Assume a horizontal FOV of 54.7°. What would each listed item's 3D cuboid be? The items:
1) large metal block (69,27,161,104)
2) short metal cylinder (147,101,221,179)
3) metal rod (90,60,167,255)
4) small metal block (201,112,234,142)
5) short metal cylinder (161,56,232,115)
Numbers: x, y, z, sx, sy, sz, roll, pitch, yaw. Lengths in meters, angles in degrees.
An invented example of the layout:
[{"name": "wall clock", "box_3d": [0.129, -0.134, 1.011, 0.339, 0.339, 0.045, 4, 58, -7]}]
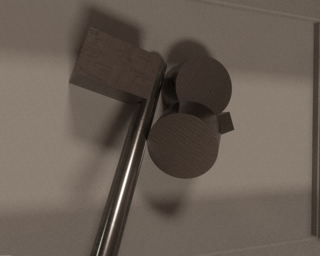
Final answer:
[{"name": "large metal block", "box_3d": [-0.056, -0.067, 0.361, 0.081, 0.080, 0.050, 19, 84, -19]}, {"name": "short metal cylinder", "box_3d": [0.030, 0.013, 0.368, 0.080, 0.050, 0.079, 5, 111, 13]}, {"name": "metal rod", "box_3d": [-0.034, 0.043, 0.340, 0.025, 0.025, 0.300, 25, 59, -19]}, {"name": "small metal block", "box_3d": [0.063, -0.002, 0.422, 0.050, 0.050, 0.025, -19, 97, -20]}, {"name": "short metal cylinder", "box_3d": [0.048, -0.052, 0.416, 0.081, 0.050, 0.079, 0, 90, -20]}]
